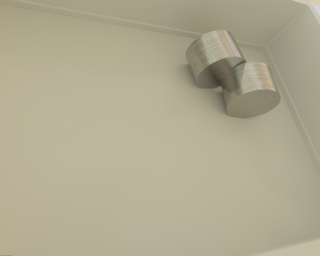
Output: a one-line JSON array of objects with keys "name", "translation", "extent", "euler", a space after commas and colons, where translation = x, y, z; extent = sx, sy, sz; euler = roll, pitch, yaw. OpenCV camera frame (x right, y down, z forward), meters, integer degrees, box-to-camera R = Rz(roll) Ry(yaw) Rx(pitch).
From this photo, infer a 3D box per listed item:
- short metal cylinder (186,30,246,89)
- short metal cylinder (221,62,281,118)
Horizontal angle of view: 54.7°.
[{"name": "short metal cylinder", "translation": [0.086, -0.104, 0.480], "extent": [0.081, 0.080, 0.050], "euler": [-4, 64, -30]}, {"name": "short metal cylinder", "translation": [0.139, -0.057, 0.479], "extent": [0.081, 0.080, 0.050], "euler": [8, 59, -24]}]
